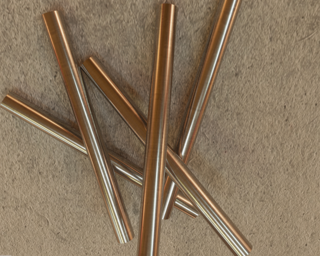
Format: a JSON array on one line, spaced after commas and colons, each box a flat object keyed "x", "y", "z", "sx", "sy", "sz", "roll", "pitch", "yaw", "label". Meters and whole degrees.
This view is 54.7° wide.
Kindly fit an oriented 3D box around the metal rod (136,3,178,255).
[{"x": -0.003, "y": 0.009, "z": 0.354, "sx": 0.025, "sy": 0.025, "sz": 0.298, "roll": 5, "pitch": 88, "yaw": -2, "label": "metal rod"}]

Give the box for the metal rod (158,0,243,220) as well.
[{"x": 0.044, "y": -0.021, "z": 0.387, "sx": 0.025, "sy": 0.025, "sz": 0.298, "roll": 15, "pitch": 104, "yaw": -6, "label": "metal rod"}]

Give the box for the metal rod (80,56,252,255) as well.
[{"x": 0.007, "y": 0.035, "z": 0.379, "sx": 0.025, "sy": 0.025, "sz": 0.300, "roll": -40, "pitch": 90, "yaw": 13, "label": "metal rod"}]

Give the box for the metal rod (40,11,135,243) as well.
[{"x": -0.086, "y": 0.008, "z": 0.390, "sx": 0.025, "sy": 0.025, "sz": 0.298, "roll": -15, "pitch": 101, "yaw": 5, "label": "metal rod"}]

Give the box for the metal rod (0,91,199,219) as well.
[{"x": -0.071, "y": 0.042, "z": 0.424, "sx": 0.301, "sy": 0.025, "sz": 0.025, "roll": 32, "pitch": 107, "yaw": -12, "label": "metal rod"}]
